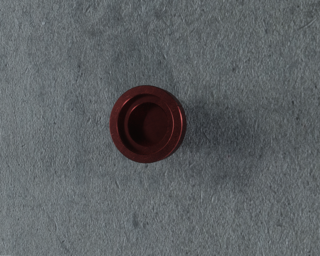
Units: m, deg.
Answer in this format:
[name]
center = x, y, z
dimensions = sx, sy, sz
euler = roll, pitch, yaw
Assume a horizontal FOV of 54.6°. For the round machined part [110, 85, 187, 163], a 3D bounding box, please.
[round machined part]
center = -0.012, -0.005, 0.405
dimensions = 0.098, 0.042, 0.097
euler = 0, 90, 20
